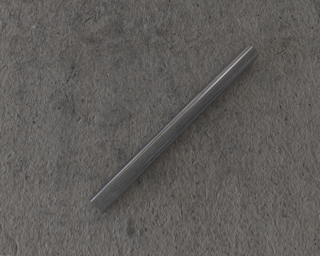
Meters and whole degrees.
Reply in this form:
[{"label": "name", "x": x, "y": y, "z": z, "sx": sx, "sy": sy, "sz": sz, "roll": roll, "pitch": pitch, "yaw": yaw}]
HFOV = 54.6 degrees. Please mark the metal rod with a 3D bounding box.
[{"label": "metal rod", "x": 0.028, "y": -0.008, "z": 0.411, "sx": 0.025, "sy": 0.025, "sz": 0.301, "roll": 42, "pitch": 75, "yaw": 14}]
